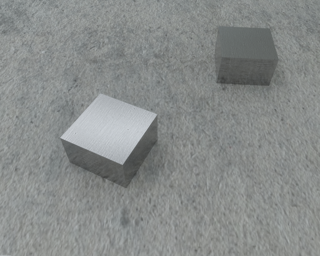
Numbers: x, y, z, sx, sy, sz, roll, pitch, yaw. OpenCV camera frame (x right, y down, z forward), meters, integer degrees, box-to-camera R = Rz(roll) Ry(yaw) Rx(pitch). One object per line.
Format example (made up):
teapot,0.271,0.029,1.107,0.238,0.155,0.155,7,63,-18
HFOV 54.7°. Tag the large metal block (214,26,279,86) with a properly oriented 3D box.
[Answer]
large metal block,0.131,-0.113,0.484,0.080,0.050,0.080,3,50,2

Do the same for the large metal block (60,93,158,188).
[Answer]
large metal block,-0.057,0.013,0.375,0.080,0.050,0.080,21,53,16
